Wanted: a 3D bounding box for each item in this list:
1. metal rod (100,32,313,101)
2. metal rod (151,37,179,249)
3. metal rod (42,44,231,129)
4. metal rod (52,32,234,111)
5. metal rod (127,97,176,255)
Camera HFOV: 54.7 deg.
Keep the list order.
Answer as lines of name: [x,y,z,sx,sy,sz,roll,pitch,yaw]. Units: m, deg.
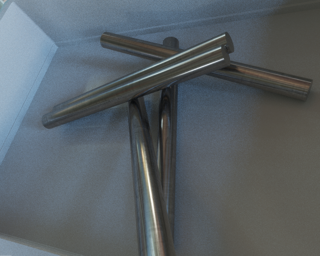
metal rod: [0.041,-0.089,0.413,0.300,0.025,0.025,21,73,27]
metal rod: [0.009,-0.002,0.402,0.025,0.025,0.299,-11,57,22]
metal rod: [-0.052,-0.045,0.417,0.300,0.025,0.025,-16,55,30]
metal rod: [-0.043,-0.063,0.434,0.300,0.025,0.025,-17,55,30]
metal rod: [-0.018,0.025,0.324,0.025,0.025,0.300,-31,28,9]
